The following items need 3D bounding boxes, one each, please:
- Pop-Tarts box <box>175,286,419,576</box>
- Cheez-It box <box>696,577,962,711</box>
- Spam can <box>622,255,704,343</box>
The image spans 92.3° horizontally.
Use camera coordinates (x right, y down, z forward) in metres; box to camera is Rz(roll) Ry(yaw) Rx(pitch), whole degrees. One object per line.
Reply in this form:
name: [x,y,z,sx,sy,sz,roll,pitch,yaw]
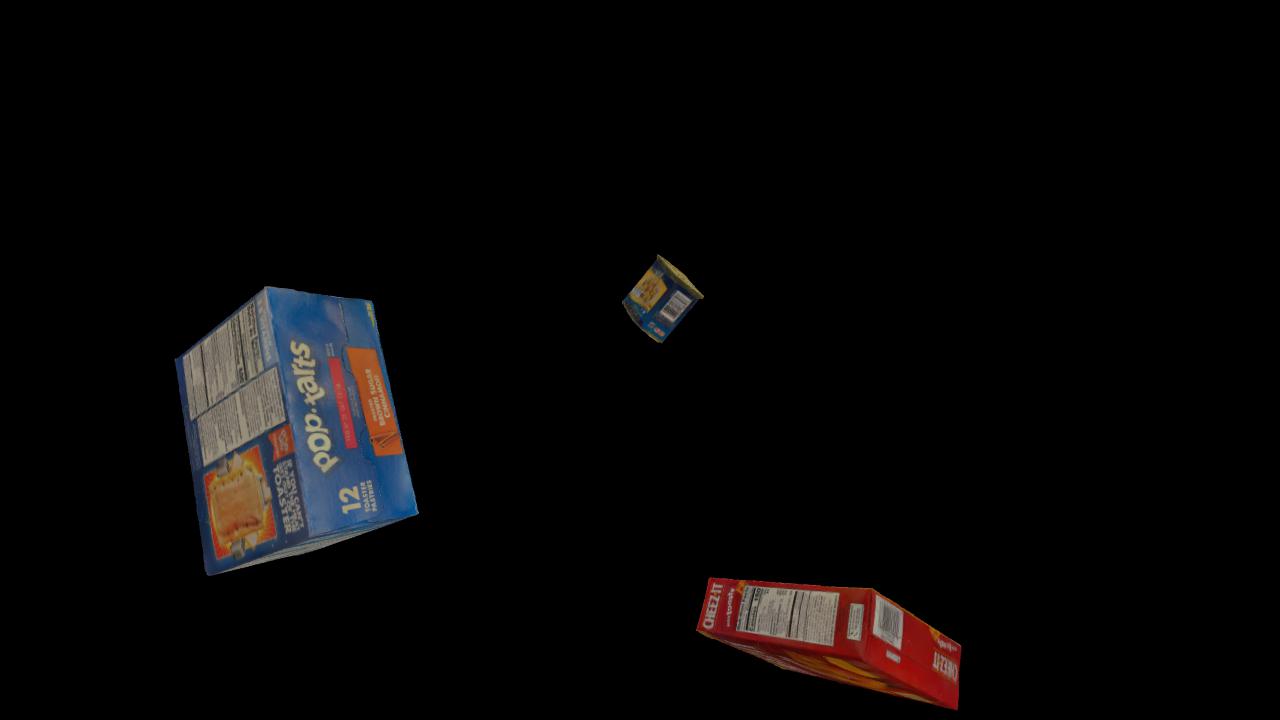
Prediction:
Pop-Tarts box: [-0.254,0.054,0.449,0.141,0.167,0.083,-24,-13,30]
Cheez-It box: [0.196,0.298,0.663,0.166,0.071,0.223,35,-31,-26]
Spam can: [0.028,-0.083,0.831,0.058,0.085,0.101,33,14,-29]
